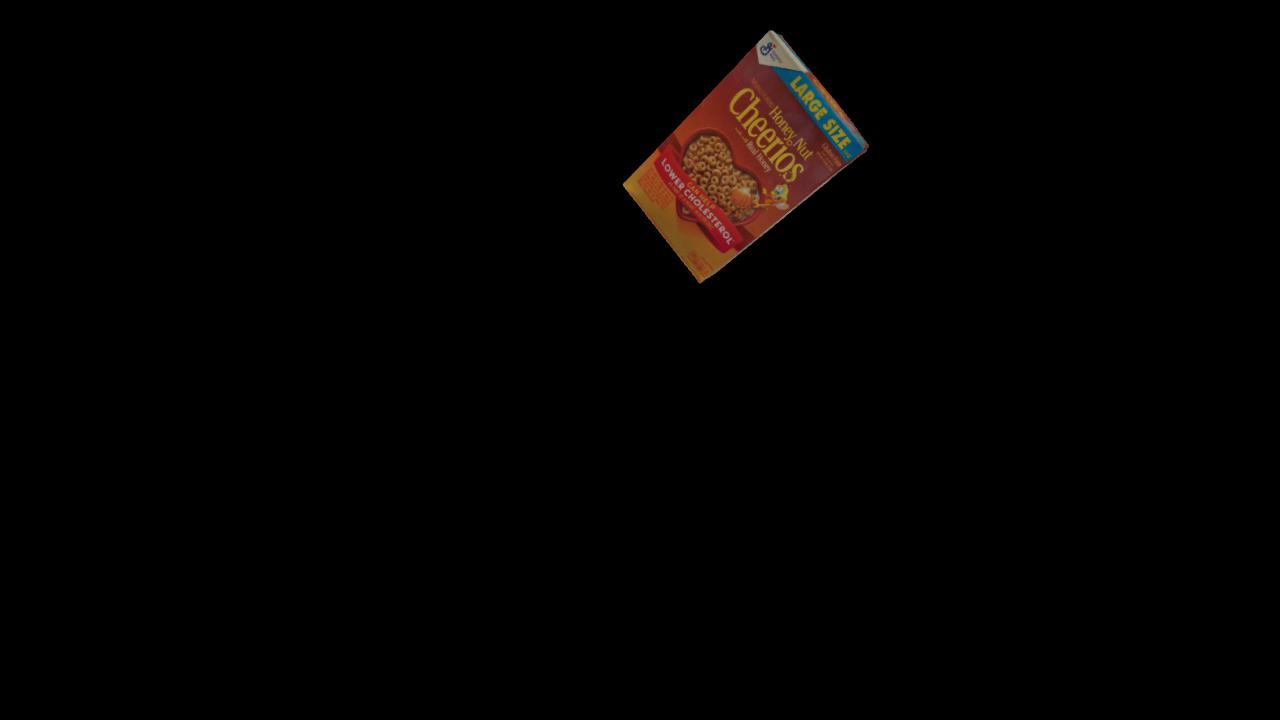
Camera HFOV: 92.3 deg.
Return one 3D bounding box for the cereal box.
[{"bbox_3d":[0.145,-0.285,0.904,0.306,0.203,0.081,-38,0,33],"label":"cereal box"}]
